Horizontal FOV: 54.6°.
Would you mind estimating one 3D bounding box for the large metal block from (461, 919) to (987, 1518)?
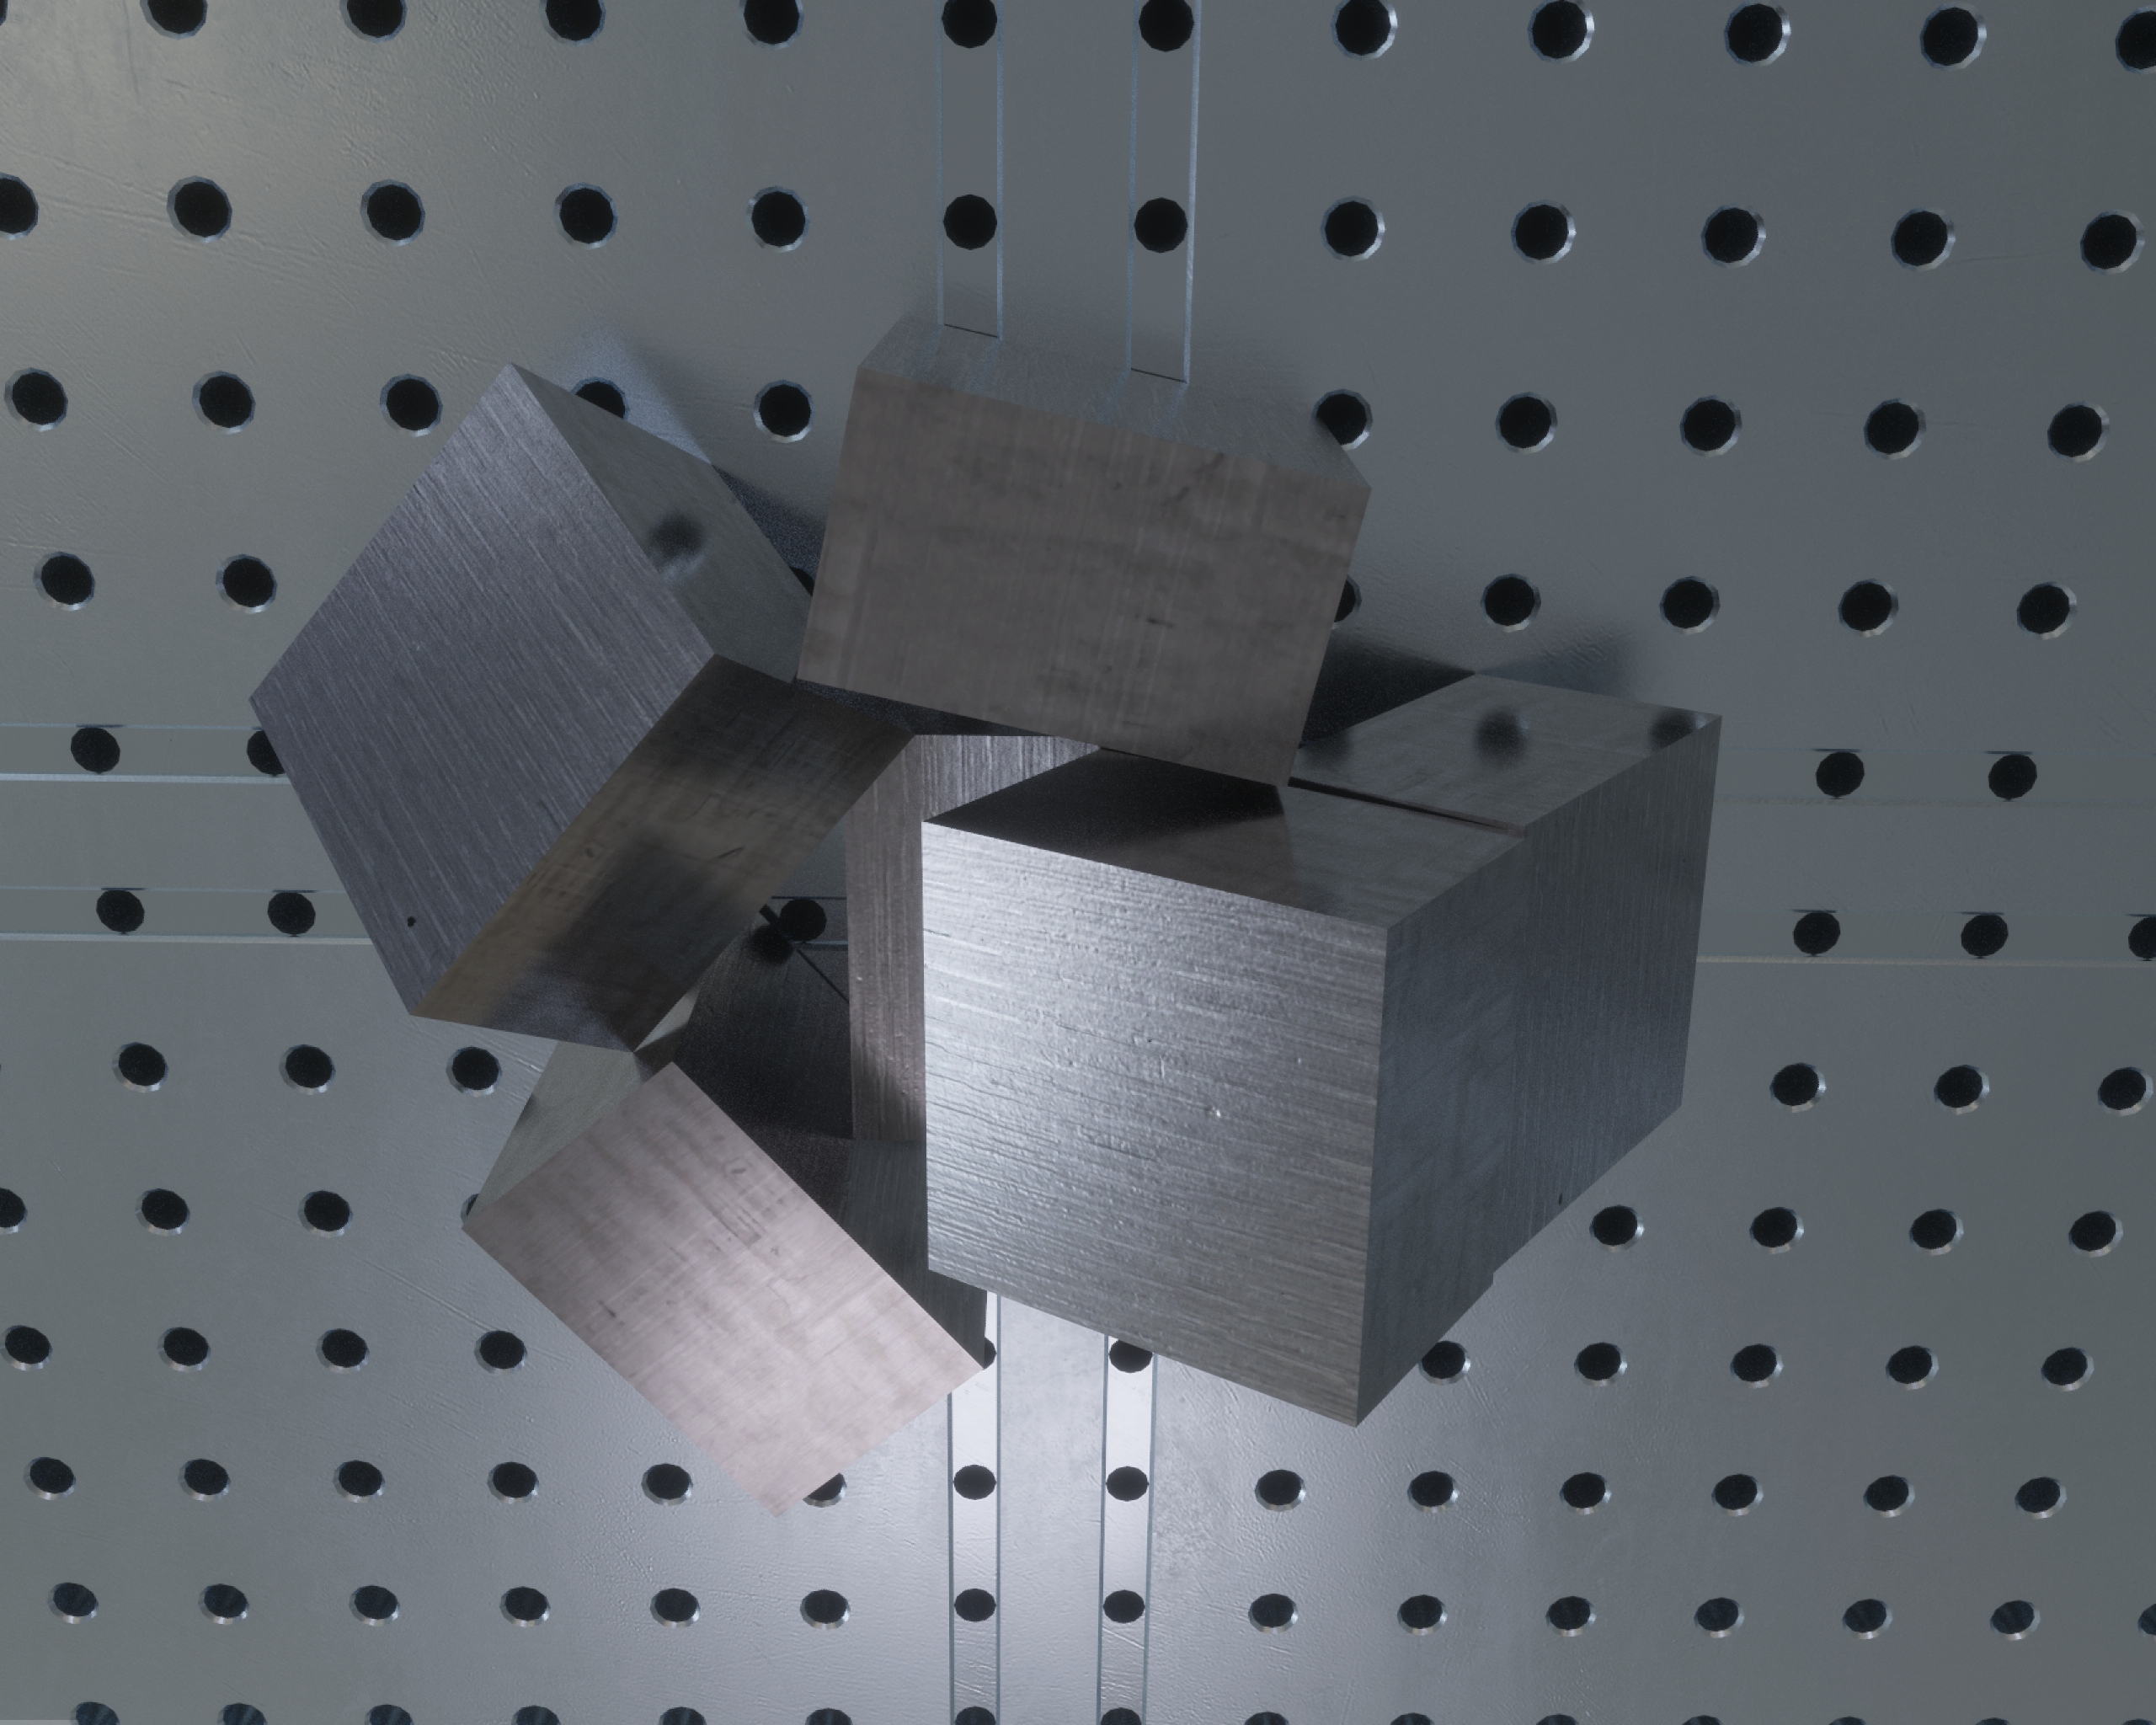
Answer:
[{"bbox_3d":[-0.062,0.063,0.405,0.050,0.080,0.080,-38,106,12],"label":"large metal block"}]

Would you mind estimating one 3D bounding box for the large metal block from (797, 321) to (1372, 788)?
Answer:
[{"bbox_3d":[0.001,-0.057,0.363,0.080,0.080,0.050,12,110,-4],"label":"large metal block"}]

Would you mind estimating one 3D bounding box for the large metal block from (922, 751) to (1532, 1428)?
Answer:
[{"bbox_3d":[0.023,0.032,0.338,0.080,0.050,0.079,13,113,31],"label":"large metal block"}]

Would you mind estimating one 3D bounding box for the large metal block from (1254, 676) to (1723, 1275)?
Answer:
[{"bbox_3d":[0.074,0.016,0.382,0.050,0.081,0.079,14,114,35],"label":"large metal block"}]

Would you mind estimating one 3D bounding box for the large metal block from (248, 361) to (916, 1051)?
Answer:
[{"bbox_3d":[-0.089,-0.026,0.367,0.080,0.080,0.050,-47,148,15],"label":"large metal block"}]

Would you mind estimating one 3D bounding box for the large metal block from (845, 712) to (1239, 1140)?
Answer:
[{"bbox_3d":[-0.001,0.007,0.402,0.080,0.050,0.079,1,110,-1],"label":"large metal block"}]
